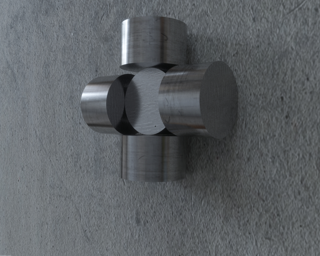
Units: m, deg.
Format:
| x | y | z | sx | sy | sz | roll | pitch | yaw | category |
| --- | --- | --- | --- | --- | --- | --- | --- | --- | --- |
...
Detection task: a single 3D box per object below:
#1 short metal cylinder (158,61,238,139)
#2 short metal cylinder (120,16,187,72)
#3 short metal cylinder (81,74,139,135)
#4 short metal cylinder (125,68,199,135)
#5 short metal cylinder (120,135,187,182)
| x | y | z | sx | sy | sz | roll | pitch | yaw | category |
| --- | --- | --- | --- | --- | --- | --- | --- | --- | --- |
| 0.043 | -0.030 | 0.334 | 0.050 | 0.081 | 0.079 | 3 | 92 | 40 | short metal cylinder |
| -0.008 | -0.097 | 0.374 | 0.080 | 0.081 | 0.050 | 2 | 92 | 39 | short metal cylinder |
| -0.058 | -0.031 | 0.416 | 0.050 | 0.081 | 0.079 | 3 | 92 | 40 | short metal cylinder |
| 0.002 | -0.032 | 0.387 | 0.080 | 0.050 | 0.079 | 0 | 90 | 39 | short metal cylinder |
| -0.008 | 0.034 | 0.375 | 0.080 | 0.081 | 0.050 | 1 | 90 | 39 | short metal cylinder |
